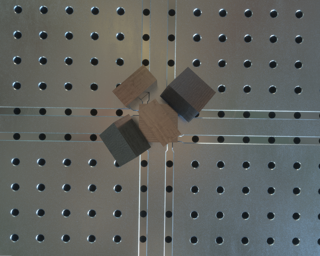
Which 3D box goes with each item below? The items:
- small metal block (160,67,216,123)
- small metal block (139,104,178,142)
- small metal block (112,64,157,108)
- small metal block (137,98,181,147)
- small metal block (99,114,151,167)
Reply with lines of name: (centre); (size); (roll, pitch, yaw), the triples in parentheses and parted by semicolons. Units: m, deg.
small metal block: (0.037, -0.044, 0.400); (0.050, 0.025, 0.050); (43, 50, 0)
small metal block: (-0.002, -0.006, 0.413); (0.050, 0.025, 0.050); (1, 90, -1)
small metal block: (-0.031, -0.052, 0.401); (0.050, 0.050, 0.025); (-41, 90, 0)
small metal block: (-0.001, -0.006, 0.376); (0.025, 0.050, 0.050); (-36, 91, -1)
small metal block: (-0.046, 0.017, 0.398); (0.025, 0.050, 0.050); (-34, 90, -37)
